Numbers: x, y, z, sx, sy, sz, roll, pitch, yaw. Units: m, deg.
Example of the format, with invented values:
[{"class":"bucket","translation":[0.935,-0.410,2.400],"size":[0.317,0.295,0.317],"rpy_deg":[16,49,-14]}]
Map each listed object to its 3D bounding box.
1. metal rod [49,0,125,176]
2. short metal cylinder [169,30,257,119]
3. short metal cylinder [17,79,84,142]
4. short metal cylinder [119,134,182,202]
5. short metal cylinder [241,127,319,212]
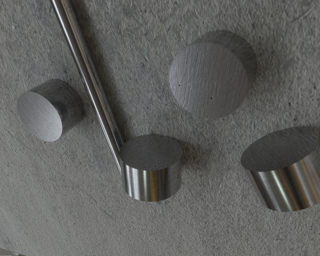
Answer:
[{"class":"metal rod","translation":[-0.091,-0.064,0.415],"size":[0.025,0.025,0.298],"rpy_deg":[-4,117,30]},{"class":"short metal cylinder","translation":[0.056,-0.057,0.326],"size":[0.080,0.050,0.079],"rpy_deg":[13,124,21]},{"class":"short metal cylinder","translation":[-0.161,-0.027,0.459],"size":[0.080,0.050,0.079],"rpy_deg":[13,124,21]},{"class":"short metal cylinder","translation":[-0.011,0.050,0.408],"size":[0.080,0.080,0.050],"rpy_deg":[12,124,21]},{"class":"short metal cylinder","translation":[0.133,0.042,0.327],"size":[0.080,0.080,0.050],"rpy_deg":[-18,109,35]}]
